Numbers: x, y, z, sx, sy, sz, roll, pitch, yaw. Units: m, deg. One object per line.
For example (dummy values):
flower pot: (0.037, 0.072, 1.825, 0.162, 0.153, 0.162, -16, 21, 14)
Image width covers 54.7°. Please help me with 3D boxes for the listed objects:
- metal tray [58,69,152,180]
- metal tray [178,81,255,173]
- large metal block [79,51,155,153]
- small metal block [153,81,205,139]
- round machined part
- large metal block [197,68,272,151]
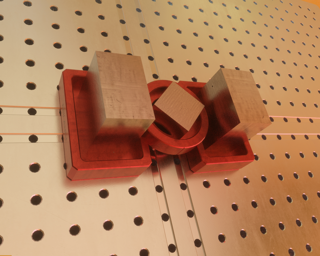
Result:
metal tray: (-0.068, -0.007, 0.371, 0.091, 0.030, 0.130, 1, 61, -28)
metal tray: (0.073, -0.005, 0.445, 0.091, 0.030, 0.130, 0, 62, -28)
large metal block: (-0.052, -0.025, 0.343, 0.050, 0.080, 0.080, 1, 62, -28)
small metal block: (0.019, -0.022, 0.379, 0.050, 0.025, 0.050, 38, 51, -3)
round machined part: (0.009, -0.010, 0.397, 0.099, 0.042, 0.098, 14, 56, -21)
large metal block: (0.091, -0.022, 0.418, 0.050, 0.080, 0.080, 1, 61, -28)
